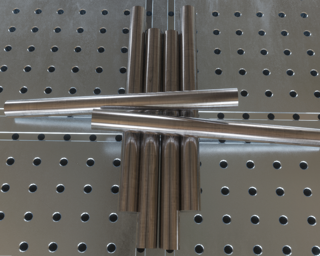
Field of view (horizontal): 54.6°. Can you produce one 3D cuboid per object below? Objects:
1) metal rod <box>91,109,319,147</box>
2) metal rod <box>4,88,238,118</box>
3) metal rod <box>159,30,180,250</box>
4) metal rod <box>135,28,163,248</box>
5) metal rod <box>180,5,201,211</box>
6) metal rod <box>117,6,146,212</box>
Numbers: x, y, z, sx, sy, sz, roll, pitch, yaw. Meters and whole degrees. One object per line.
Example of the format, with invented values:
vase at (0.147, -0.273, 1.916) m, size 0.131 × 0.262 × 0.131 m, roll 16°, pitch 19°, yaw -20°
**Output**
metal rod at (0.069, 0.002, 0.390) m, size 0.302 × 0.025 × 0.025 m, roll 5°, pitch 70°, yaw -8°
metal rod at (-0.055, -0.031, 0.398) m, size 0.301 × 0.025 × 0.025 m, roll -2°, pitch 70°, yaw 9°
metal rod at (0.014, 0.001, 0.412) m, size 0.025 × 0.025 × 0.299 m, roll 1°, pitch 70°, yaw 0°
metal rod at (-0.012, -0.001, 0.411) m, size 0.025 × 0.025 × 0.299 m, roll 1°, pitch 70°, yaw 0°
metal rod at (0.040, -0.040, 0.426) m, size 0.025 × 0.025 × 0.299 m, roll 1°, pitch 70°, yaw 0°
metal rod at (-0.036, -0.039, 0.425) m, size 0.025 × 0.025 × 0.299 m, roll 1°, pitch 70°, yaw 0°
